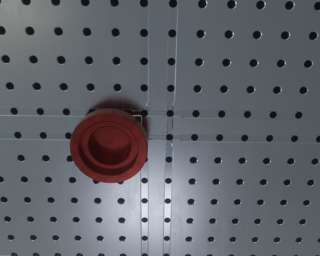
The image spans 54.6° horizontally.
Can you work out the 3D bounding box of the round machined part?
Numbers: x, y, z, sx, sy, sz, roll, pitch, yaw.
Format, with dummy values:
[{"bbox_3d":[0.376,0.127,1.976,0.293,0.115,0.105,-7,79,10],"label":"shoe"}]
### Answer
[{"bbox_3d":[-0.065,0.020,0.411,0.099,0.042,0.097,0,110,0],"label":"round machined part"}]
